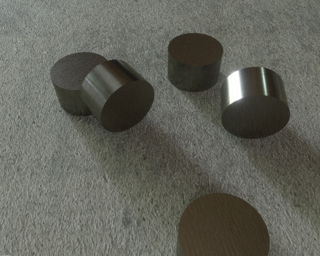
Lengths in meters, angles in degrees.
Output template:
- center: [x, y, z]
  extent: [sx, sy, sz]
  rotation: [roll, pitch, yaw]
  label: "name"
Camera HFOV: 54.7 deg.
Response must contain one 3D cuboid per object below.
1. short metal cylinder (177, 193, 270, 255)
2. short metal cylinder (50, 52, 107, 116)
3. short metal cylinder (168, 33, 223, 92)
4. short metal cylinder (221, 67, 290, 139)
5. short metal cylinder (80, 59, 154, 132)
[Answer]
- center: [0.057, 0.110, 0.295]
  extent: [0.080, 0.050, 0.080]
  rotation: [0, 50, 0]
  label: "short metal cylinder"
- center: [-0.108, -0.063, 0.439]
  extent: [0.080, 0.050, 0.080]
  rotation: [0, 50, 0]
  label: "short metal cylinder"
- center: [0.052, -0.100, 0.472]
  extent: [0.080, 0.050, 0.080]
  rotation: [0, 50, 0]
  label: "short metal cylinder"
- center: [0.118, -0.030, 0.394]
  extent: [0.080, 0.080, 0.050]
  rotation: [4, 50, 4]
  label: "short metal cylinder"
- center: [-0.054, -0.041, 0.402]
  extent: [0.081, 0.080, 0.050]
  rotation: [-30, 57, -23]
  label: "short metal cylinder"
